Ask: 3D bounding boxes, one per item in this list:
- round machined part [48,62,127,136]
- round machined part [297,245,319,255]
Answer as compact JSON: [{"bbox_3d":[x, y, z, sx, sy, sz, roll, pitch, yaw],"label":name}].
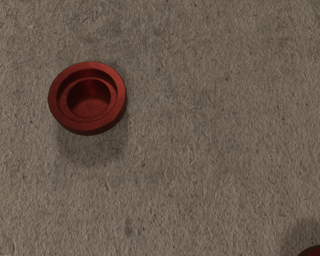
[{"bbox_3d":[-0.092,-0.035,0.411,0.099,0.042,0.098,0,70,-1],"label":"round machined part"},{"bbox_3d":[0.186,0.178,0.336,0.099,0.042,0.098,0,70,-1],"label":"round machined part"}]
